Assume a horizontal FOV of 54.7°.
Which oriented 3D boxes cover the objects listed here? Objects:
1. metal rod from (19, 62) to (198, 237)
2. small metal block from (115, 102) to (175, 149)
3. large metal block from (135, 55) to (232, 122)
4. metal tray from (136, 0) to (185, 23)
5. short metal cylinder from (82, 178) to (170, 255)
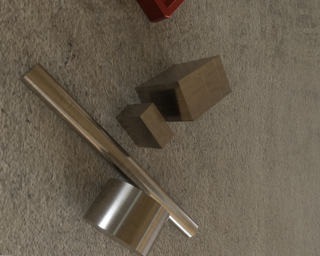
[{"bbox_3d":[-0.042,0.045,0.371,0.300,0.025,0.025,50,61,-29],"label":"metal rod"},{"bbox_3d":[-0.018,-0.002,0.375,0.025,0.050,0.050,-49,120,-29],"label":"small metal block"},{"bbox_3d":[0.030,-0.049,0.396,0.080,0.080,0.050,-36,113,-34],"label":"large metal block"},{"bbox_3d":[-0.012,-0.214,0.392,0.130,0.030,0.090,51,60,-28],"label":"metal tray"},{"bbox_3d":[-0.037,0.099,0.340,0.080,0.080,0.050,48,61,-30],"label":"short metal cylinder"}]
